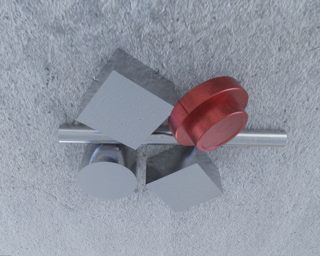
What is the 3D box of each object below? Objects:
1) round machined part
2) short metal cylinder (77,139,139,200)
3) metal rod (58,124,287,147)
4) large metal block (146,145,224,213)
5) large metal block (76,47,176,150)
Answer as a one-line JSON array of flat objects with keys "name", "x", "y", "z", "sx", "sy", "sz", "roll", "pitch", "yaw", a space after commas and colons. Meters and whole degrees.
[{"name": "round machined part", "x": 0.062, "y": -0.009, "z": 0.360, "sx": 0.099, "sy": 0.042, "sz": 0.098, "roll": -23, "pitch": 150, "yaw": -14}, {"name": "short metal cylinder", "x": -0.072, "y": 0.057, "z": 0.440, "sx": 0.081, "sy": 0.050, "sz": 0.079, "roll": 0, "pitch": 130, "yaw": 0}, {"name": "metal rod", "x": 0.018, "y": 0.011, "z": 0.420, "sx": 0.302, "sy": 0.025, "sz": 0.025, "roll": 1, "pitch": 130, "yaw": -2}, {"name": "large metal block", "x": 0.036, "y": 0.071, "z": 0.453, "sx": 0.080, "sy": 0.050, "sz": 0.080, "roll": -26, "pitch": 126, "yaw": 20}, {"name": "large metal block", "x": -0.038, "y": -0.031, "z": 0.362, "sx": 0.080, "sy": 0.050, "sz": 0.080, "roll": 30, "pitch": 124, "yaw": -23}]
